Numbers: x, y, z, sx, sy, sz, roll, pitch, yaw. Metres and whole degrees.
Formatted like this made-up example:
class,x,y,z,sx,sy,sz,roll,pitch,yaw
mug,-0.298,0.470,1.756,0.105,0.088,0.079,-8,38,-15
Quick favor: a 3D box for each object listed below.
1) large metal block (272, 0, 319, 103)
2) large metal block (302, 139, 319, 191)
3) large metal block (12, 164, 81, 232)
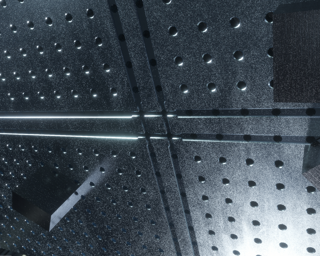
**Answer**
class,x,y,z,sx,sy,sz,roll,pitch,yaw
large metal block,0.146,-0.069,0.275,0.080,0.050,0.079,3,120,26
large metal block,0.206,0.041,0.312,0.080,0.050,0.080,43,129,-2
large metal block,-0.202,0.123,0.555,0.080,0.080,0.050,28,128,10
